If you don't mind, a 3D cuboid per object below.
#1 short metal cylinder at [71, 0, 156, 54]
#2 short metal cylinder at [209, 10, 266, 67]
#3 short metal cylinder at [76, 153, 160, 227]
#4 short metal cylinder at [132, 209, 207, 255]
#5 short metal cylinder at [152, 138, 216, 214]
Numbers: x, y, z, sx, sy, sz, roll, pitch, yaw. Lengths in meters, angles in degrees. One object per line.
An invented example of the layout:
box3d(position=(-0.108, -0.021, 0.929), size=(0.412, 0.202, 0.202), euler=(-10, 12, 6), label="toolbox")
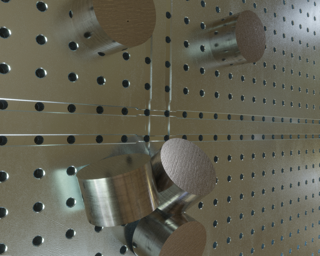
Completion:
box3d(position=(-0.051, -0.127, 0.349), size=(0.081, 0.050, 0.079), euler=(0, 90, -40), label="short metal cylinder")
box3d(position=(0.125, -0.141, 0.497), size=(0.081, 0.050, 0.079), euler=(0, 90, -40), label="short metal cylinder")
box3d(position=(-0.044, 0.064, 0.336), size=(0.081, 0.080, 0.050), euler=(-19, 103, -38), label="short metal cylinder")
box3d(position=(0.013, 0.143, 0.392), size=(0.081, 0.050, 0.079), euler=(-14, 113, -36), label="short metal cylinder")
box3d(position=(0.023, 0.059, 0.387), size=(0.080, 0.050, 0.080), euler=(22, 42, -21), label="short metal cylinder")
